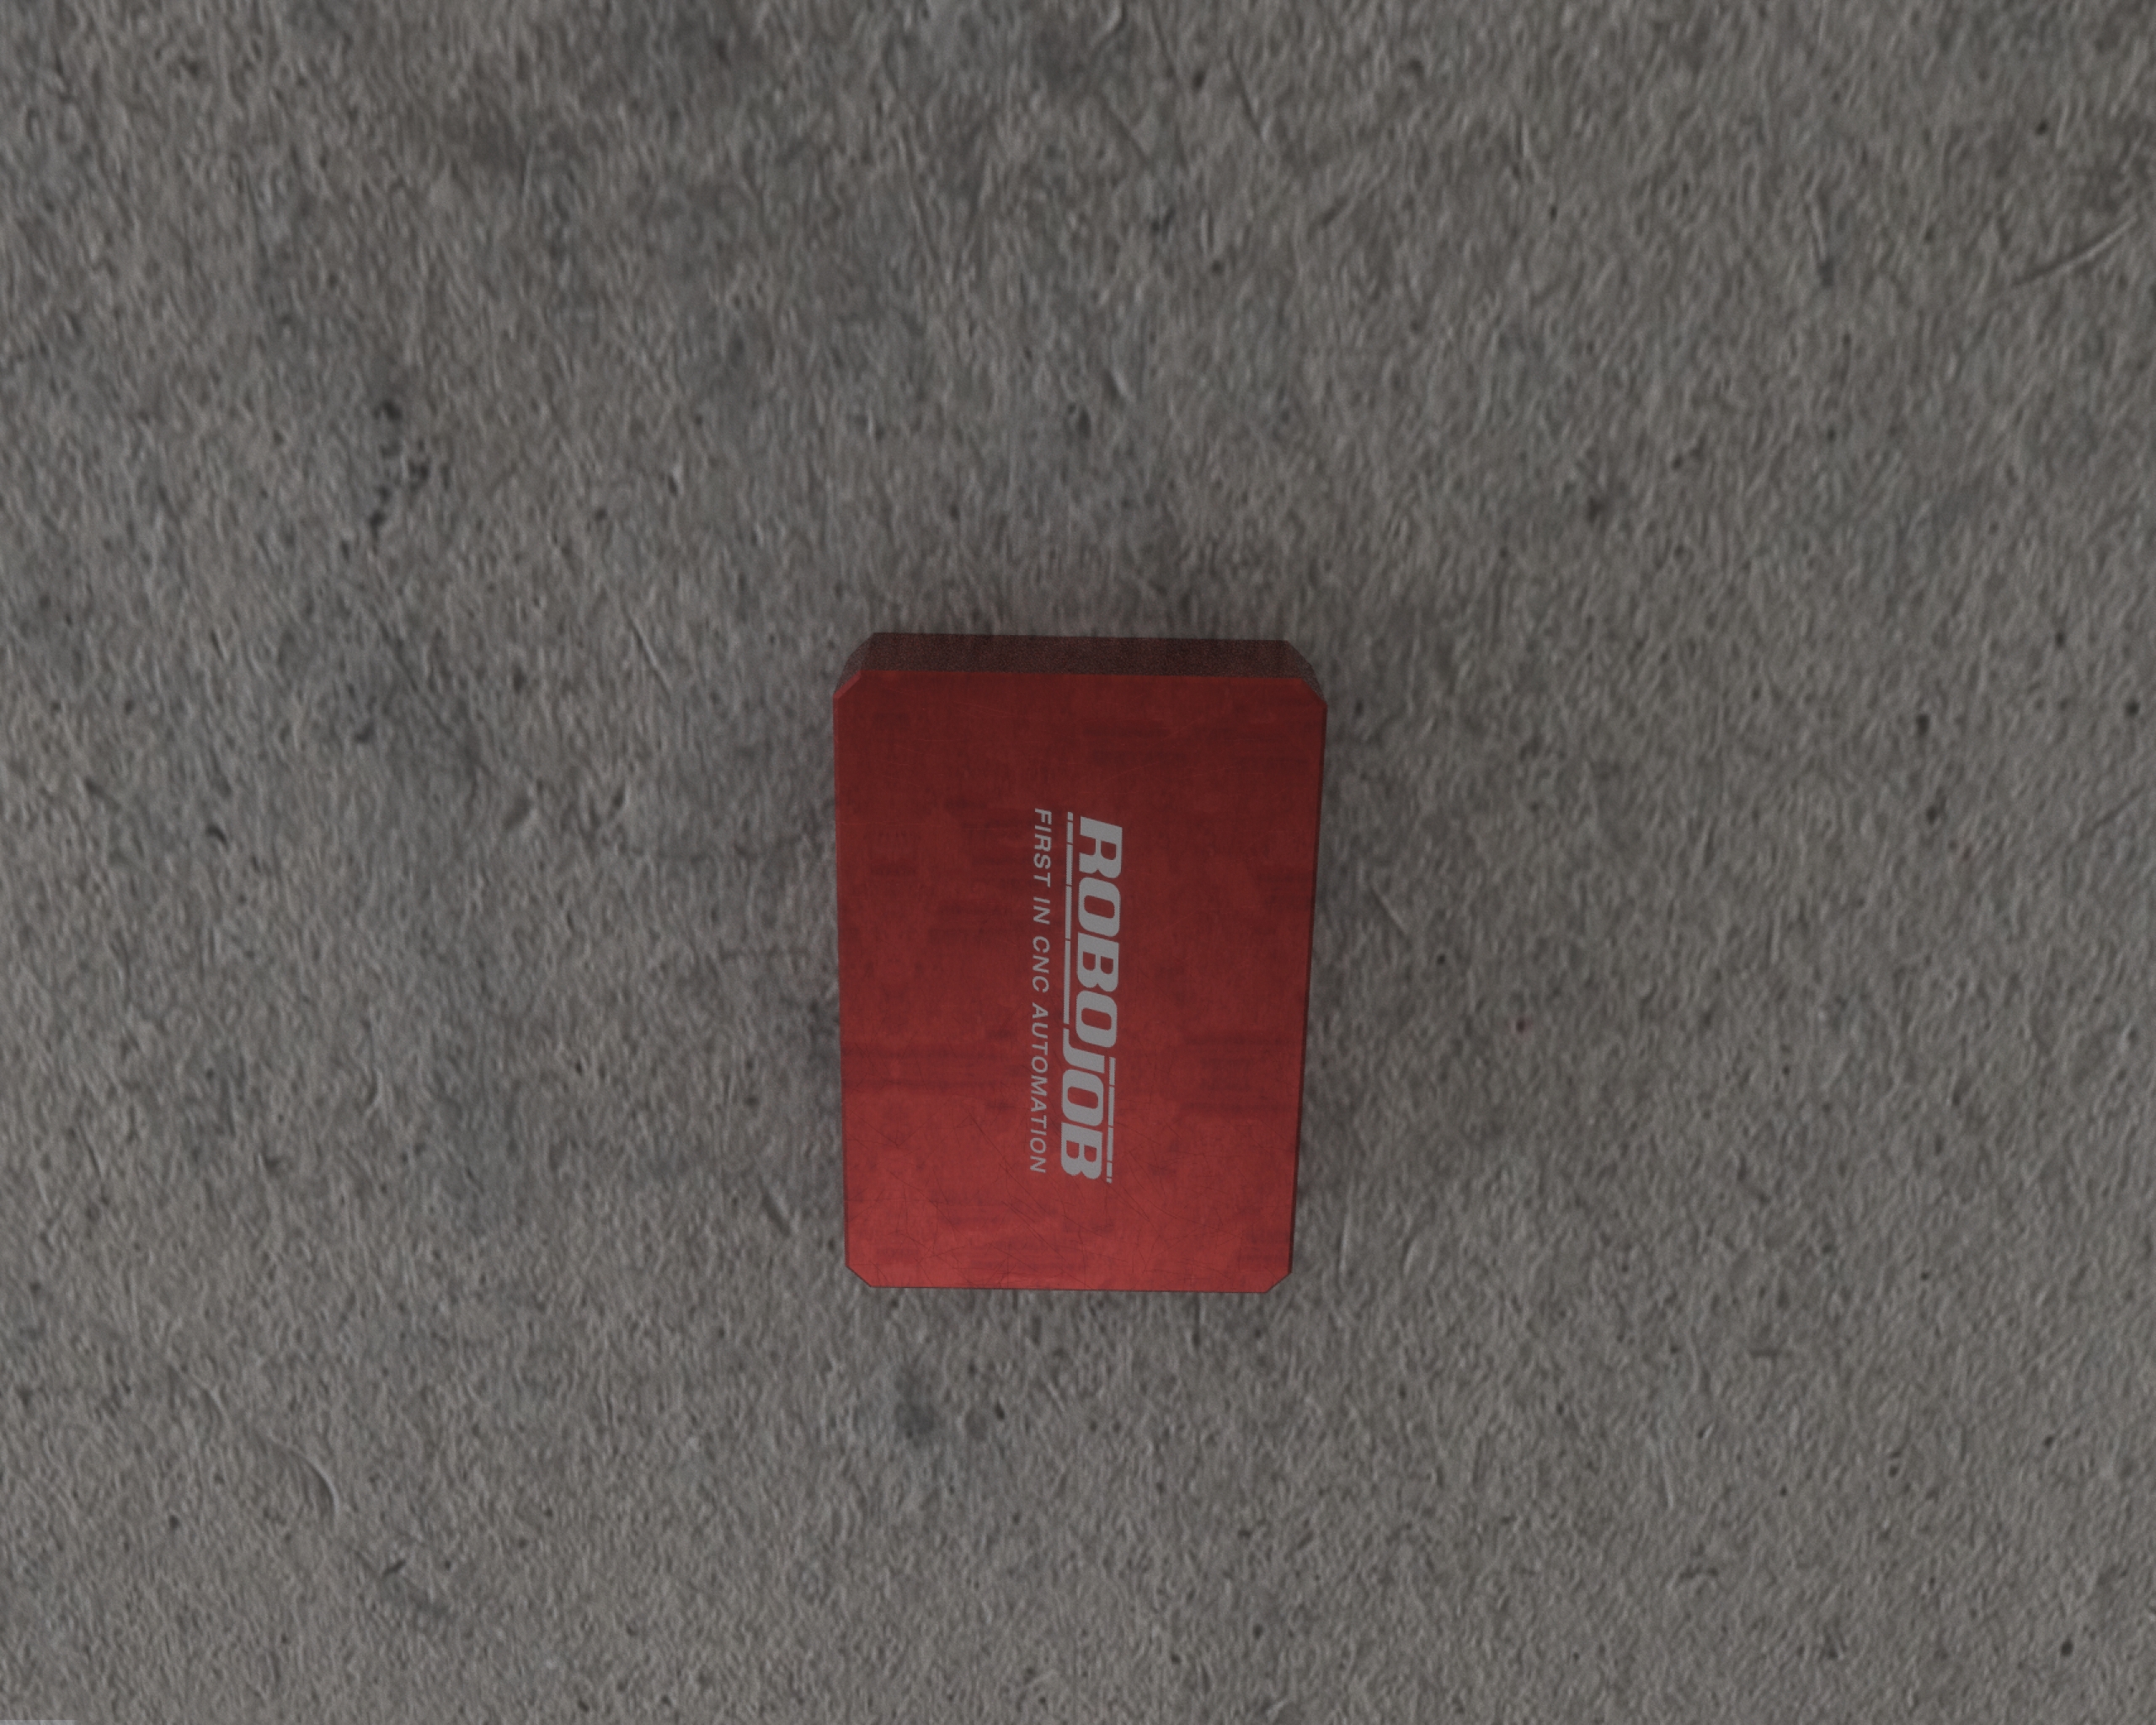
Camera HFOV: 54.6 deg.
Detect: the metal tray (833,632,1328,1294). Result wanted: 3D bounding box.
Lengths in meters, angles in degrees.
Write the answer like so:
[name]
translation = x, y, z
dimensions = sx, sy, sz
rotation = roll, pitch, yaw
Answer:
[metal tray]
translation = -0.001, 0.022, 0.415
dimensions = 0.090, 0.030, 0.129
rotation = 1, 110, -1
